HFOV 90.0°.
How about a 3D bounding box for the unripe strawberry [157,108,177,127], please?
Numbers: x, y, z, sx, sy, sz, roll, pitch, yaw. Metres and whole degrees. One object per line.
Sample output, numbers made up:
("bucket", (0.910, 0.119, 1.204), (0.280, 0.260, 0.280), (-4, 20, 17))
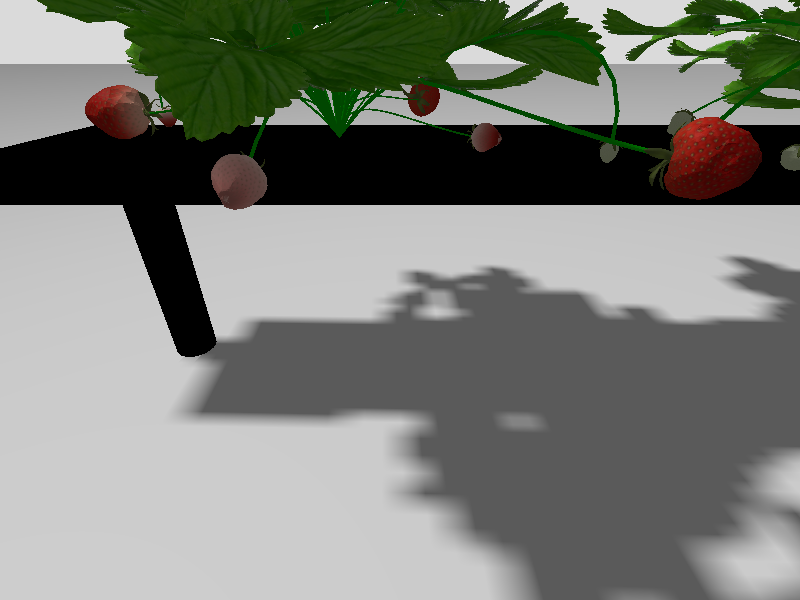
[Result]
("unripe strawberry", (-0.213, -0.167, 0.367), (0.016, 0.016, 0.015), (9, 33, 14))

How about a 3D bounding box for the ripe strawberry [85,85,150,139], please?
("ripe strawberry", (-0.217, -0.144, 0.308), (0.043, 0.037, 0.043), (-3, 32, -3))

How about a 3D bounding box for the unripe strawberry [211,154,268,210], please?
("unripe strawberry", (-0.070, -0.050, 0.174), (0.022, 0.024, 0.024), (4, -44, 6))

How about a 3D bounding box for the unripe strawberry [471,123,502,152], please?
("unripe strawberry", (0.059, -0.110, 0.271), (0.019, 0.019, 0.021), (17, 36, 24))

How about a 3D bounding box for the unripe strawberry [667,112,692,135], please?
("unripe strawberry", (0.233, -0.147, 0.335), (0.016, 0.018, 0.018), (39, 27, -18))

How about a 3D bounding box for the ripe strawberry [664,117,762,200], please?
("ripe strawberry", (0.139, -0.062, 0.179), (0.034, 0.036, 0.031), (25, 40, 34))

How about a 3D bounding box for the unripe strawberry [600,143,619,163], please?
("unripe strawberry", (0.117, -0.083, 0.225), (0.010, 0.011, 0.011), (20, 37, 29))

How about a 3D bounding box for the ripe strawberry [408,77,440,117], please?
("ripe strawberry", (0.027, -0.214, 0.421), (0.033, 0.038, 0.036), (19, 36, 27))

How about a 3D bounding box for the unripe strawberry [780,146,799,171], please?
("unripe strawberry", (0.232, -0.083, 0.234), (0.013, 0.014, 0.015), (-19, 36, -27))
